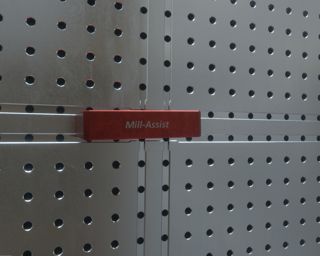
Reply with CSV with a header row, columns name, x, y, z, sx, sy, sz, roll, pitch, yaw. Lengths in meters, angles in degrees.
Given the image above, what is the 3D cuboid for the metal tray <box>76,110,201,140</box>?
name,x,y,z,sx,sy,sz,roll,pitch,yaw
metal tray,-0.029,-0.004,0.368,0.131,0.090,0.030,-1,91,-20
